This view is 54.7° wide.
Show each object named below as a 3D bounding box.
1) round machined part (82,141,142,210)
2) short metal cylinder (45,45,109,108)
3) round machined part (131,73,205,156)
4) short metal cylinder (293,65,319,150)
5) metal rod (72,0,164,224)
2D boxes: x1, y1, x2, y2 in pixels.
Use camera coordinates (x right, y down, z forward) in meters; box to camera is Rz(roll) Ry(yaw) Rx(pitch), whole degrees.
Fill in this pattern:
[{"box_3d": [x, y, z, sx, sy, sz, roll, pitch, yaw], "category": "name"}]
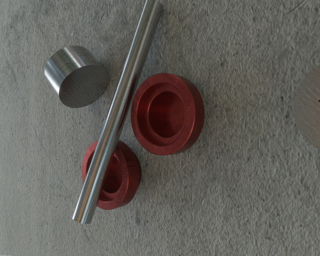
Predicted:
[{"box_3d": [-0.065, 0.064, 0.445, 0.098, 0.042, 0.097, 0, 90, 39], "category": "round machined part"}, {"box_3d": [-0.125, -0.077, 0.470, 0.050, 0.081, 0.080, 50, 119, 28], "category": "short metal cylinder"}, {"box_3d": [0.013, -0.016, 0.381, 0.098, 0.042, 0.097, 0, 90, 39], "category": "round machined part"}, {"box_3d": [0.160, -0.017, 0.256, 0.080, 0.050, 0.079, 0, 90, 39], "category": "short metal cylinder"}, {"box_3d": [-0.054, -0.022, 0.406, 0.025, 0.025, 0.299, 17, 88, 38], "category": "metal rod"}]
